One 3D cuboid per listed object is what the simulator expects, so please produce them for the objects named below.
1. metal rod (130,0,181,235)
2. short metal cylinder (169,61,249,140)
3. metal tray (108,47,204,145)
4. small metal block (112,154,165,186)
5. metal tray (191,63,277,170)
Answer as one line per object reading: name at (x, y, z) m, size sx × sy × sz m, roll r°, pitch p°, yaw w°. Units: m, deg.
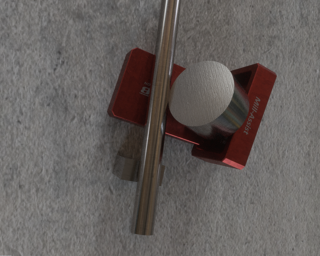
metal rod at (-0.002, -0.030, 0.369) m, size 0.025 × 0.025 × 0.299 m, roll 12°, pitch 77°, yaw -20°
short metal cylinder at (0.058, -0.031, 0.364) m, size 0.050 × 0.080 × 0.080 m, roll 32°, pitch 78°, yaw -51°
metal tray at (0.007, -0.039, 0.411) m, size 0.131 × 0.030 × 0.090 m, roll 19°, pitch 83°, yaw -20°
small metal block at (-0.028, 0.052, 0.387) m, size 0.050 × 0.050 × 0.025 m, roll 13°, pitch 86°, yaw -20°
metal tray at (0.095, -0.015, 0.412) m, size 0.030 × 0.090 × 0.130 m, roll 24°, pitch 82°, yaw -19°
